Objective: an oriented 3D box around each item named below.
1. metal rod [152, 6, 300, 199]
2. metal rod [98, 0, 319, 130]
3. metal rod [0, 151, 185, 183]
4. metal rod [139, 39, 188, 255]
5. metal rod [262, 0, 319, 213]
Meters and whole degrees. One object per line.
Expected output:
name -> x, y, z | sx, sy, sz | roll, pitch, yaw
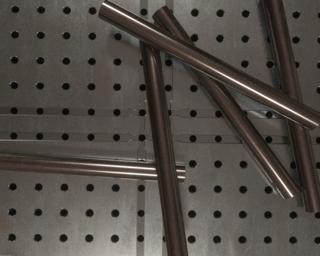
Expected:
metal rod -> 0.088, -0.034, 0.414 | 0.025, 0.025, 0.299 | -36, 90, 0
metal rod -> 0.063, -0.078, 0.388 | 0.301, 0.025, 0.025 | 28, 90, -1
metal rod -> -0.118, 0.050, 0.411 | 0.302, 0.025, 0.025 | 4, 90, -1
metal rod -> 0.005, 0.028, 0.392 | 0.025, 0.025, 0.298 | -8, 82, -1
metal rod -> 0.178, -0.037, 0.415 | 0.025, 0.025, 0.298 | -12, 90, 0
